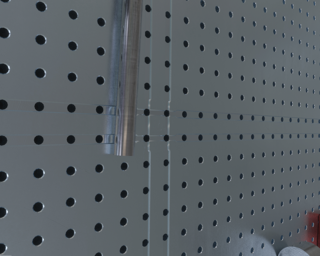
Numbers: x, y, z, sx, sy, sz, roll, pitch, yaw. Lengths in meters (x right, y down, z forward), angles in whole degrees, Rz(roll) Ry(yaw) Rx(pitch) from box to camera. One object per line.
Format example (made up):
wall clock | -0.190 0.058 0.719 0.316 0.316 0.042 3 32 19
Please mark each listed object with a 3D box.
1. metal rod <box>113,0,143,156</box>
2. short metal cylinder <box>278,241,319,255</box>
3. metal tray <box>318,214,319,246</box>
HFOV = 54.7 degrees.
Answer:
metal rod | -0.036 -0.116 0.378 0.025 0.025 0.298 5 87 -40
short metal cylinder | 0.281 0.270 0.610 0.050 0.080 0.080 2 89 -40
metal tray | 0.439 0.257 0.774 0.131 0.030 0.089 6 87 -40
